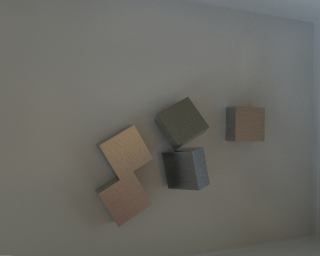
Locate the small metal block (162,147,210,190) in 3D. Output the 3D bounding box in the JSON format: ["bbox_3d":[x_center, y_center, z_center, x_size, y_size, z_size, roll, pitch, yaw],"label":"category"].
[{"bbox_3d":[0.033,0.053,0.408,0.025,0.050,0.050,-16,97,-48],"label":"small metal block"}]

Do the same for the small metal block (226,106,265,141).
[{"bbox_3d":[0.126,-0.006,0.459,0.050,0.025,0.050,1,90,-21],"label":"small metal block"}]

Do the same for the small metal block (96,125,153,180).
[{"bbox_3d":[-0.045,0.030,0.395,0.050,0.025,0.050,-32,101,-18],"label":"small metal block"}]

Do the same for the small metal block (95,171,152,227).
[{"bbox_3d":[-0.046,0.088,0.394,0.050,0.025,0.050,-32,101,-17],"label":"small metal block"}]

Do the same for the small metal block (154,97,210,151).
[{"bbox_3d":[0.028,-0.006,0.413,0.050,0.025,0.050,-29,77,-18],"label":"small metal block"}]
